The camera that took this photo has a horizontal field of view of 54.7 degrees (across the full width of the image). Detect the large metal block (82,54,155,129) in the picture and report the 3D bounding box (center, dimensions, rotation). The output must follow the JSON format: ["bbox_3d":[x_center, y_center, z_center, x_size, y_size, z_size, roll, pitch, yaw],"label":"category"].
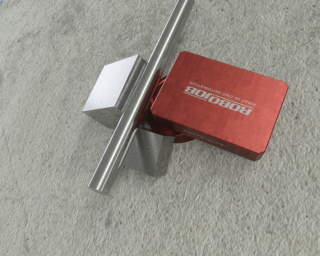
[{"bbox_3d":[-0.052,-0.047,0.432,0.080,0.050,0.080,-3,58,47],"label":"large metal block"}]

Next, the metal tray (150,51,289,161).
[{"bbox_3d":[0.067,-0.028,0.356,0.130,0.030,0.090,21,73,14],"label":"metal tray"}]

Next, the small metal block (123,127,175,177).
[{"bbox_3d":[-0.014,0.028,0.383,0.050,0.025,0.050,17,96,35],"label":"small metal block"}]

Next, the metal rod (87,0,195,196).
[{"bbox_3d":[-0.015,-0.059,0.395,0.025,0.025,0.300,8,63,31],"label":"metal rod"}]

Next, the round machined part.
[{"bbox_3d":[0.024,-0.033,0.402,0.098,0.042,0.098,-13,56,21],"label":"round machined part"}]
